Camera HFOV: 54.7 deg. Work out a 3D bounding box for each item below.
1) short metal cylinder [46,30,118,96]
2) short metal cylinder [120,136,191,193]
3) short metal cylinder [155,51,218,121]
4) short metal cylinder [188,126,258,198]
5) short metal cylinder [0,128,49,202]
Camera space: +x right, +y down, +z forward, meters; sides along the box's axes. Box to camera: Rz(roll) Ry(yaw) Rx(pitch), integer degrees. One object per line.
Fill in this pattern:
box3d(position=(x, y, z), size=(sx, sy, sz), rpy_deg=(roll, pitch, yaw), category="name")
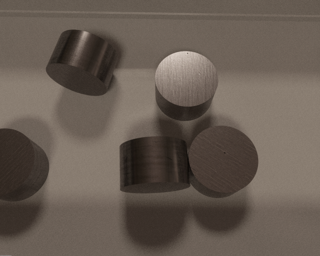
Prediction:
box3d(position=(-0.102, -0.084, 0.410), size=(0.080, 0.080, 0.050), rpy_deg=(14, 71, 4), category="short metal cylinder")
box3d(position=(-0.007, 0.046, 0.364), size=(0.081, 0.080, 0.050), rpy_deg=(-3, 70, -2), category="short metal cylinder")
box3d(position=(0.034, -0.055, 0.417), size=(0.081, 0.050, 0.080), rpy_deg=(0, 70, 0), category="short metal cylinder")
box3d(position=(0.073, 0.043, 0.382), size=(0.081, 0.050, 0.080), rpy_deg=(0, 70, 0), category="short metal cylinder")
box3d(position=(-0.184, 0.046, 0.377), size=(0.081, 0.050, 0.080), rpy_deg=(0, 70, 0), category="short metal cylinder")
